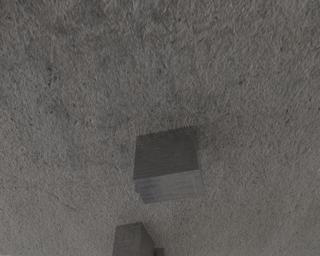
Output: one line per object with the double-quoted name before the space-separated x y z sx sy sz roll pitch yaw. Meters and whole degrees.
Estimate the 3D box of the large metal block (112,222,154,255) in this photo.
"large metal block" -0.047 0.233 0.569 0.050 0.080 0.080 -13 129 11

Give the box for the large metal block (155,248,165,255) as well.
"large metal block" -0.029 0.292 0.619 0.080 0.080 0.050 -4 130 3

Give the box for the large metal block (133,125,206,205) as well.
"large metal block" 0.013 0.048 0.412 0.080 0.080 0.050 -11 129 9
